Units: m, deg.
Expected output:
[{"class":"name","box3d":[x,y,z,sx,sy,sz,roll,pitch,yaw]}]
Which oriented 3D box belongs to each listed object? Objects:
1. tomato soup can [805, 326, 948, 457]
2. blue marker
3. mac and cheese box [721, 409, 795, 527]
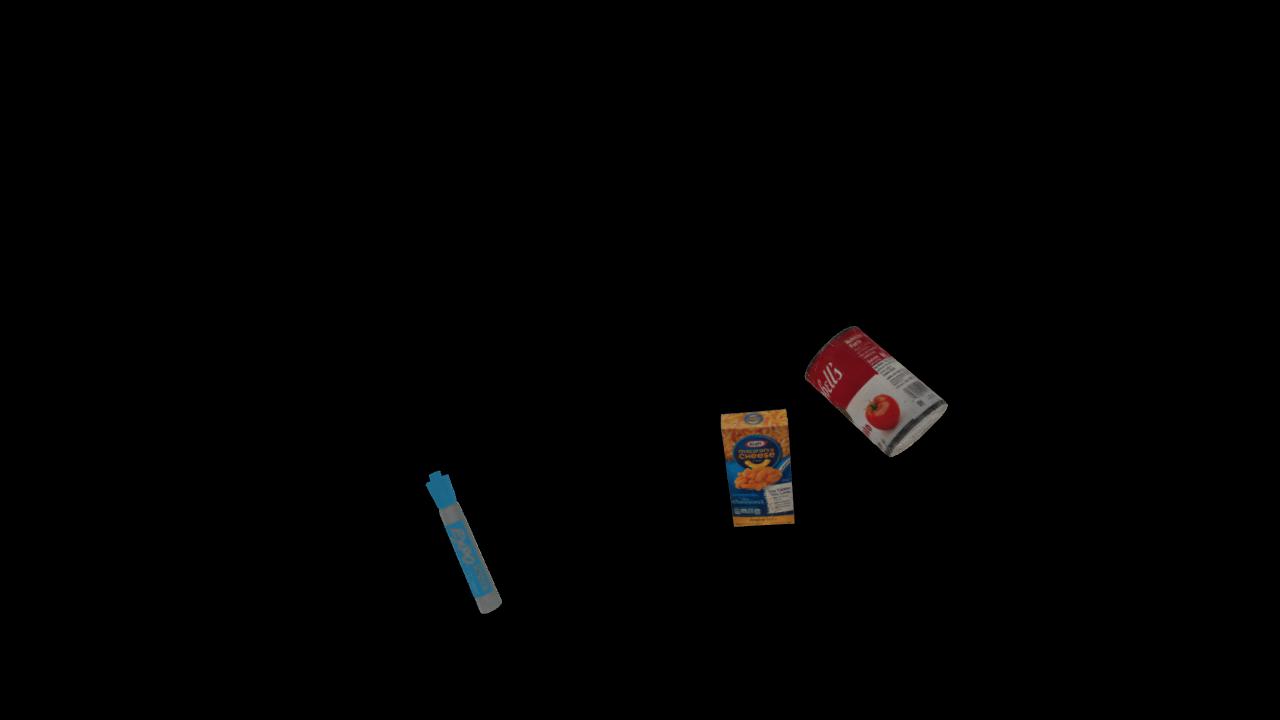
[{"class":"tomato soup can","box3d":[0.205,0.027,0.538,0.068,0.068,0.101,0,41,-51]},{"class":"blue marker","box3d":[-0.143,0.146,0.496,0.020,0.121,0.020,-21,5,2]},{"class":"mac and cheese box","box3d":[0.170,0.158,0.882,0.093,0.184,0.041,-5,30,12]}]
